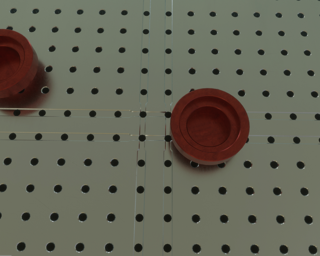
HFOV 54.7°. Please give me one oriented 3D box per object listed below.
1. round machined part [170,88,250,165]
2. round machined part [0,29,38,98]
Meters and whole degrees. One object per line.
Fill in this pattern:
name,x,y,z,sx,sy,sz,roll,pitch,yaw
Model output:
round machined part,0.062,0.001,0.403,0.099,0.042,0.098,0,70,-1
round machined part,-0.219,-0.085,0.431,0.099,0.042,0.098,0,70,-1
